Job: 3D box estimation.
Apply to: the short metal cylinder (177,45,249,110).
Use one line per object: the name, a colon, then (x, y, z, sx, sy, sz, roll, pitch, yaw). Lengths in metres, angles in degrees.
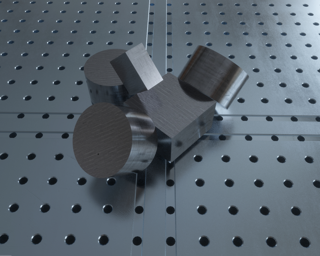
short metal cylinder: (0.070, -0.067, 0.415, 0.080, 0.080, 0.050, 36, 97, 26)

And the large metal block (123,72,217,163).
large metal block: (0.012, -0.016, 0.397, 0.080, 0.050, 0.080, 37, 59, 26)

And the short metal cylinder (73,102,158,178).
short metal cylinder: (-0.050, 0.014, 0.347, 0.080, 0.050, 0.080, -2, 85, 29)

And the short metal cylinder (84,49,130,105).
short metal cylinder: (-0.064, -0.069, 0.444, 0.081, 0.050, 0.080, 0, 50, 0)

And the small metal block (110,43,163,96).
small metal block: (-0.030, -0.071, 0.382, 0.025, 0.050, 0.050, -38, 16, -25)
